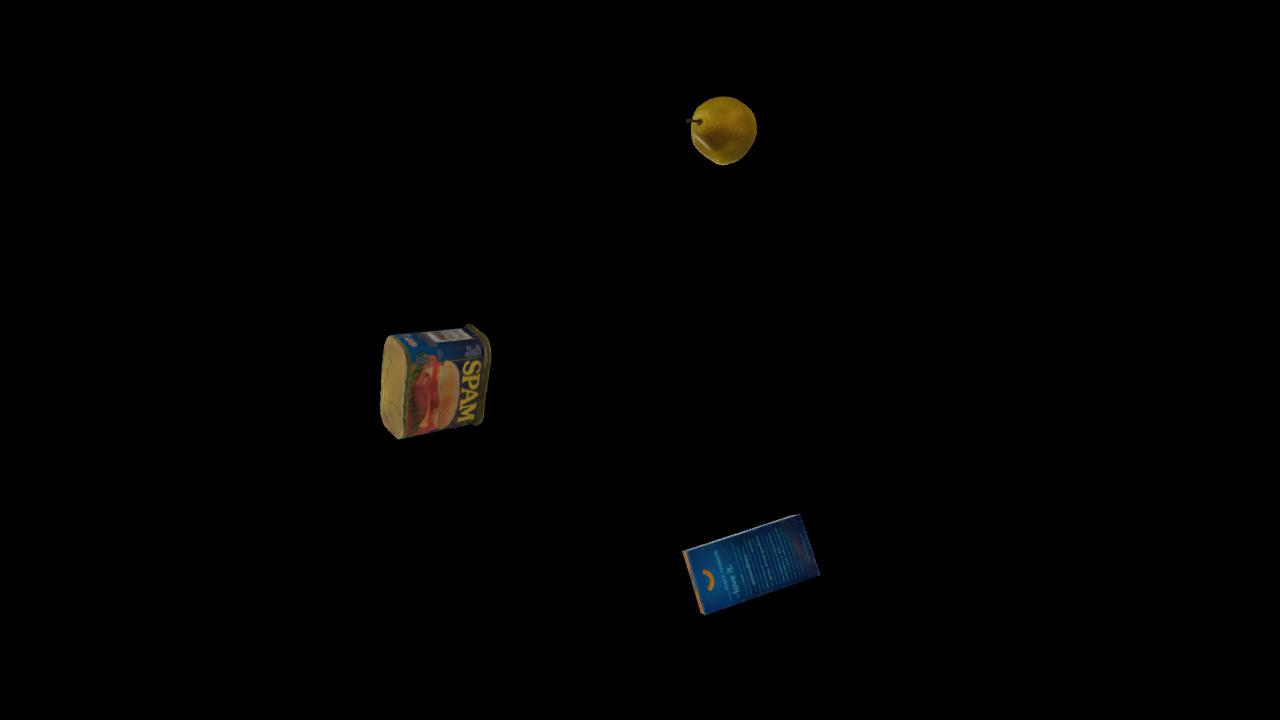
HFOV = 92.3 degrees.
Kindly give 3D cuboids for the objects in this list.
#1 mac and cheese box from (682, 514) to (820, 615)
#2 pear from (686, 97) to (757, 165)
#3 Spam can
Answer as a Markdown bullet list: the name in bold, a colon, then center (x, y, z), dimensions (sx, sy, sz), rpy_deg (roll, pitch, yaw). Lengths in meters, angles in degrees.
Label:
- **mac and cheese box**: center (0.163, 0.299, 0.906), dimensions (0.184, 0.093, 0.041), rpy_deg (-14, -12, -12)
- **pear**: center (0.090, -0.267, 0.706), dimensions (0.080, 0.080, 0.111), rpy_deg (0, 13, 22)
- **Spam can**: center (-0.199, 0.021, 0.596), dimensions (0.085, 0.101, 0.058), rpy_deg (-9, 30, -43)
